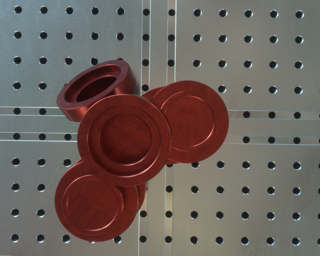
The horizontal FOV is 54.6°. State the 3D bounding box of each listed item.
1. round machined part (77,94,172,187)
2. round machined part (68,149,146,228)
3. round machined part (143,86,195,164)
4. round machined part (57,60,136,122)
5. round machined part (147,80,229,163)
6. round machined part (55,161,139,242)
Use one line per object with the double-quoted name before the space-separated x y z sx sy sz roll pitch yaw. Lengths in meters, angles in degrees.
"round machined part" -0.036 0.011 0.341 0.098 0.042 0.097 0 98 3
"round machined part" -0.067 0.075 0.384 0.099 0.042 0.097 0 90 0
"round machined part" 0.010 -0.003 0.384 0.099 0.042 0.097 0 90 0
"round machined part" -0.074 -0.040 0.385 0.098 0.098 0.042 -27 125 0
"round machined part" 0.032 -0.007 0.362 0.099 0.042 0.097 0 89 0
"round machined part" -0.074 0.085 0.362 0.099 0.042 0.097 0 90 0
